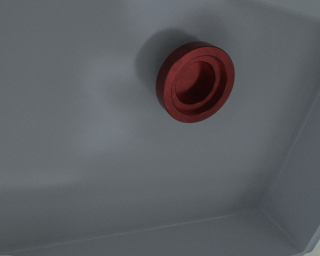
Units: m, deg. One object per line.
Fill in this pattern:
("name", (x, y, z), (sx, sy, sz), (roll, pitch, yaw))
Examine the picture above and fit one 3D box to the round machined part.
("round machined part", (0.039, -0.059, 0.382), (0.099, 0.042, 0.097), (-14, 124, -21))
